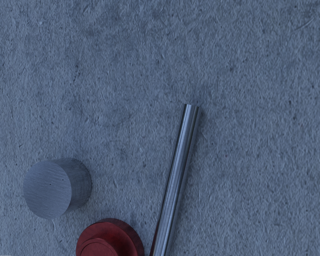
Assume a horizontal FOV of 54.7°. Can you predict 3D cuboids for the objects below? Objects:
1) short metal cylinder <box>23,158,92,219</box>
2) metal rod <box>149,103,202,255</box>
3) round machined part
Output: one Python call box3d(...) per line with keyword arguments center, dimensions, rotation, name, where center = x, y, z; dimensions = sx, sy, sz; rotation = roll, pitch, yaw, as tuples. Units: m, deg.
box3d(center=(-0.146, 0.085, 0.446), dimensions=(0.080, 0.050, 0.079), rotation=(0, 90, 19), name="short metal cylinder")
box3d(center=(0.010, 0.117, 0.404), dimensions=(0.025, 0.025, 0.298), rotation=(14, 94, 19), name="metal rod")
box3d(center=(-0.075, 0.178, 0.425), dimensions=(0.098, 0.042, 0.097), rotation=(0, 90, 19), name="round machined part")
